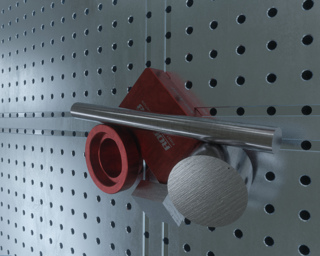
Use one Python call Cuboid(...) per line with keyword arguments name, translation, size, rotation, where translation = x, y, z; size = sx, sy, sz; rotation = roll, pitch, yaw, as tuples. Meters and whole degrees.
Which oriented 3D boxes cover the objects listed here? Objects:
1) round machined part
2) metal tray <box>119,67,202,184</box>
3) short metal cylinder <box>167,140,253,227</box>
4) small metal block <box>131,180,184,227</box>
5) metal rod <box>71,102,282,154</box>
Cuboid(name="round machined part", translation=(-0.062, 0.041, 0.440), size=(0.098, 0.042, 0.097), rotation=(8, 102, 44))
Cuboid(name="metal tray", translation=(0.002, -0.004, 0.404), size=(0.090, 0.030, 0.130), rotation=(-51, 61, 27))
Cuboid(name="short metal cylinder", translation=(0.054, 0.056, 0.327), size=(0.080, 0.050, 0.079), rotation=(7, 111, 19))
Cuboid(name="small metal block", translation=(0.000, 0.094, 0.390), size=(0.050, 0.025, 0.050), rotation=(3, 136, 39))
Cuboid(name="metal rod", translation=(-0.009, -0.007, 0.374), size=(0.300, 0.025, 0.025), rotation=(9, 96, 39))
